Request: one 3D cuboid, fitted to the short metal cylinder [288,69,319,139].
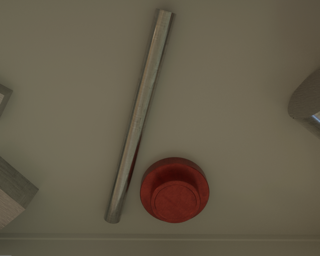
[{"bbox_3d":[0.205,-0.030,0.374,0.050,0.080,0.080,35,106,-12],"label":"short metal cylinder"}]

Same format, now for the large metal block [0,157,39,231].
[{"bbox_3d":[-0.234,0.095,0.430,0.080,0.050,0.080,-39,106,13],"label":"large metal block"}]

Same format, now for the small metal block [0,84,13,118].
[{"bbox_3d":[-0.226,-0.037,0.395,0.050,0.025,0.050,30,107,-11],"label":"small metal block"}]

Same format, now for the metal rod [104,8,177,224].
[{"bbox_3d":[-0.032,-0.001,0.410,0.025,0.025,0.298,14,109,-6],"label":"metal rod"}]

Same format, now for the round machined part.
[{"bbox_3d":[0.021,0.094,0.437,0.099,0.042,0.097,0,110,-1],"label":"round machined part"}]
